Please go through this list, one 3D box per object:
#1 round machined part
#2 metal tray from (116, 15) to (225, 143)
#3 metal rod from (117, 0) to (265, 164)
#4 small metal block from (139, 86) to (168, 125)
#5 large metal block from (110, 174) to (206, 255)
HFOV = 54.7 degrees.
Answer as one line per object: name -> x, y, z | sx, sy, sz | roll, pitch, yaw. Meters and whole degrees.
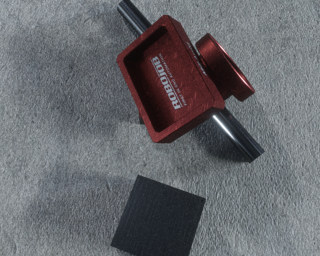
round machined part -> 0.077, -0.072, 0.405 | 0.042, 0.098, 0.098 | -38, 72, 20
metal tray -> 0.008, -0.057, 0.374 | 0.090, 0.030, 0.130 | -34, 70, 27
metal rod -> 0.034, -0.075, 0.435 | 0.025, 0.025, 0.300 | -35, 74, -12
small metal block -> -0.004, -0.034, 0.420 | 0.050, 0.025, 0.050 | -3, 70, -1
large metal block -> -0.001, 0.109, 0.355 | 0.080, 0.050, 0.080 | 19, 71, 6
